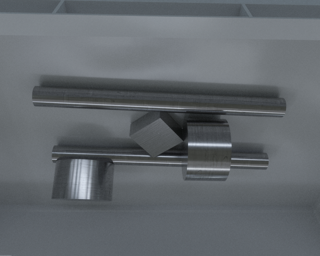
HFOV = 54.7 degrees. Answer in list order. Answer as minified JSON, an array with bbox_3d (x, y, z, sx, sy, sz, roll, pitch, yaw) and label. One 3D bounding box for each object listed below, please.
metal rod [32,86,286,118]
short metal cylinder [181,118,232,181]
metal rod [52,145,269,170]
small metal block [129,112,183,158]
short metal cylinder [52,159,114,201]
[{"bbox_3d":[0.002,-0.032,0.379,0.302,0.025,0.025,2,130,-3],"label":"metal rod"},{"bbox_3d":[0.056,0.027,0.395,0.050,0.080,0.079,1,130,-2],"label":"short metal cylinder"},{"bbox_3d":[0.002,0.042,0.443,0.302,0.025,0.025,2,130,-3],"label":"metal rod"},{"bbox_3d":[-0.004,0.006,0.412,0.050,0.025,0.050,-31,124,23],"label":"small metal block"},{"bbox_3d":[-0.105,0.075,0.430,0.081,0.050,0.080,1,164,1],"label":"short metal cylinder"}]
